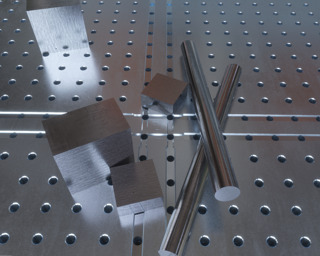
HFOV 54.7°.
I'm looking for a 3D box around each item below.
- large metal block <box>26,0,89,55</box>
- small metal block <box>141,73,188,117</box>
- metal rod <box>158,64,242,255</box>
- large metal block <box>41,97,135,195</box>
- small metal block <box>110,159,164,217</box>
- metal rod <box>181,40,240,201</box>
[{"bbox_3d":[-0.169,-0.177,0.519,0.081,0.080,0.050,-12,51,-10],"label":"large metal block"},{"bbox_3d":[0.007,-0.049,0.448,0.050,0.025,0.050,21,53,17],"label":"small metal block"},{"bbox_3d":[0.063,0.017,0.393,0.025,0.025,0.301,16,52,13],"label":"metal rod"},{"bbox_3d":[-0.077,0.022,0.353,0.081,0.080,0.050,-21,53,-16],"label":"large metal block"},{"bbox_3d":[-0.027,0.067,0.351,0.050,0.025,0.050,-11,51,-10],"label":"small metal block"},{"bbox_3d":[0.056,-0.036,0.413,0.025,0.025,0.300,-3,42,-2],"label":"metal rod"}]
